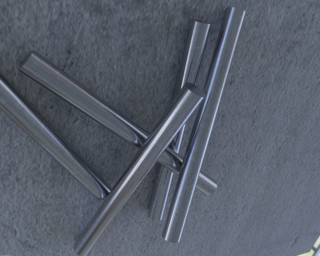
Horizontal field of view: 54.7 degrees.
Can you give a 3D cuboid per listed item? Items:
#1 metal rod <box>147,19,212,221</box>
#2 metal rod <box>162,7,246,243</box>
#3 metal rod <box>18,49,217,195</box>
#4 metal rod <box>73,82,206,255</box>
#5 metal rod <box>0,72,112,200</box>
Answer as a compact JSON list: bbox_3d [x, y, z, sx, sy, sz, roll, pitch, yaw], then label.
[{"bbox_3d":[0.020,0.007,0.423,0.025,0.025,0.298,-3,120,-27],"label":"metal rod"},{"bbox_3d":[0.053,0.002,0.391,0.025,0.025,0.298,11,98,-33],"label":"metal rod"},{"bbox_3d":[-0.027,0.011,0.377,0.301,0.025,0.025,37,97,-32],"label":"metal rod"},{"bbox_3d":[-0.040,0.069,0.387,0.025,0.025,0.298,14,124,-35],"label":"metal rod"},{"bbox_3d":[-0.139,-0.011,0.324,0.025,0.025,0.299,-36,130,-5],"label":"metal rod"}]
